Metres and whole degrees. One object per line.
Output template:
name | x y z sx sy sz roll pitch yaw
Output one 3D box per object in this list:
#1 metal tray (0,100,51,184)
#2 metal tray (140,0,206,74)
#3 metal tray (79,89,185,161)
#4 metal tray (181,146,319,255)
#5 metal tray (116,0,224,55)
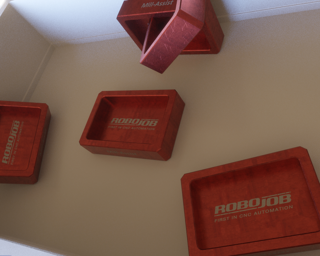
metal tray | -0.228 0.020 0.479 0.091 0.030 0.130 3 58 -7
metal tray | 0.018 -0.141 0.377 0.090 0.030 0.130 -42 32 48
metal tray | -0.039 -0.007 0.425 0.130 0.030 0.090 3 63 29
metal tray | 0.090 0.078 0.306 0.130 0.030 0.090 -17 55 18
metal tray | 0.015 -0.144 0.441 0.130 0.090 0.030 7 69 31
